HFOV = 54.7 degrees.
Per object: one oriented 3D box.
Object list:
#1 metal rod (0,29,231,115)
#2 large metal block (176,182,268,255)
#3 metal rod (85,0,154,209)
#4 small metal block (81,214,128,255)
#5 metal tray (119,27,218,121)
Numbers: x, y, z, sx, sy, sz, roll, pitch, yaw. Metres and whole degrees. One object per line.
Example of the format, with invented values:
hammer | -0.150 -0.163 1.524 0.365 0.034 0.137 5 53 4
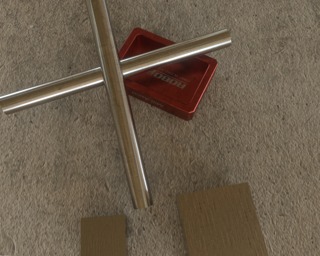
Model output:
metal rod | -0.052 -0.075 0.402 0.302 0.025 0.025 -18 71 -6
large metal block | 0.066 0.112 0.355 0.081 0.050 0.080 -10 70 -4
metal rod | -0.054 -0.051 0.375 0.025 0.025 0.298 -13 90 -5
small metal block | -0.064 0.129 0.360 0.050 0.025 0.050 -4 70 -2
metal tray | 0.003 -0.077 0.433 0.130 0.030 0.090 25 72 8
